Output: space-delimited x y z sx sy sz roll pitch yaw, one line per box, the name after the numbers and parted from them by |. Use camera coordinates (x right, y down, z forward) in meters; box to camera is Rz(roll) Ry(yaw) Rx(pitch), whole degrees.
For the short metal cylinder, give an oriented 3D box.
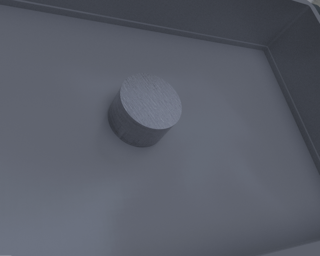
-0.020 -0.022 0.392 0.081 0.050 0.080 13 56 -21 | short metal cylinder
